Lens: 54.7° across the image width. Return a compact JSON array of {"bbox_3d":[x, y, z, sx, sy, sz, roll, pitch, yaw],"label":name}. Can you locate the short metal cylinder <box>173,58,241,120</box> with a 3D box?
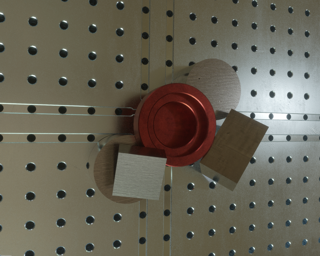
[{"bbox_3d":[0.062,-0.050,0.422,0.081,0.050,0.079,0,90,-20],"label":"short metal cylinder"}]

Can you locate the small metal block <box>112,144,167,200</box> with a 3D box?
[{"bbox_3d":[-0.023,0.048,0.338,0.050,0.025,0.050,8,107,-8],"label":"small metal block"}]

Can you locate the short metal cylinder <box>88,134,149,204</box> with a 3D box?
[{"bbox_3d":[-0.045,0.048,0.382,0.081,0.050,0.079,0,90,-20],"label":"short metal cylinder"}]

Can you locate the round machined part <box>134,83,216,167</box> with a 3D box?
[{"bbox_3d":[0.015,-0.004,0.378,0.099,0.042,0.097,0,90,-20],"label":"round machined part"}]

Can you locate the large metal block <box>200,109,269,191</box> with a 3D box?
[{"bbox_3d":[0.096,0.032,0.412,0.050,0.080,0.080,29,79,17],"label":"large metal block"}]
